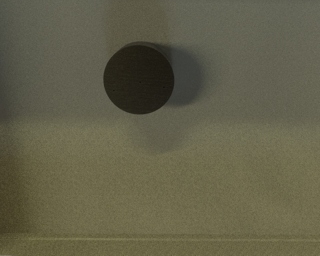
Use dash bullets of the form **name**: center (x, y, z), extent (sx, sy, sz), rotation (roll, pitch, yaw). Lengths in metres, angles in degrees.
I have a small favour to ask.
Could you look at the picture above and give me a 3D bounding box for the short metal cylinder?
- **short metal cylinder**: center (-0.024, -0.062, 0.375), extent (0.081, 0.050, 0.079), rotation (0, 110, -1)
